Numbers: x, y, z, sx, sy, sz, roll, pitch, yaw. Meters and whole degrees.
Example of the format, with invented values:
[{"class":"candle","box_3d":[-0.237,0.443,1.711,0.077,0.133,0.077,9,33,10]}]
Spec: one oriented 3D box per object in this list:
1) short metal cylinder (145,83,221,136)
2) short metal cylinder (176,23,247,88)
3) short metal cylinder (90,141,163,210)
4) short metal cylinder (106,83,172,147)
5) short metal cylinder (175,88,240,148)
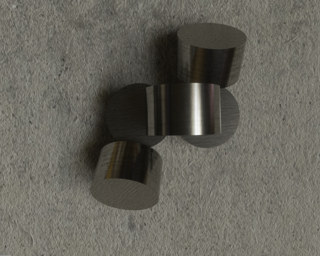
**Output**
[{"class":"short metal cylinder","box_3d":[0.025,-0.018,0.334,0.081,0.080,0.050,-1,90,-1]},{"class":"short metal cylinder","box_3d":[0.060,-0.090,0.377,0.081,0.080,0.050,1,128,-1]},{"class":"short metal cylinder","box_3d":[-0.039,0.060,0.376,0.081,0.080,0.050,7,51,-1]},{"class":"short metal cylinder","box_3d":[-0.025,-0.014,0.398,0.081,0.050,0.079,0,90,-1]},{"class":"short metal cylinder","box_3d":[0.056,-0.016,0.399,0.081,0.050,0.079,0,90,-1]}]
